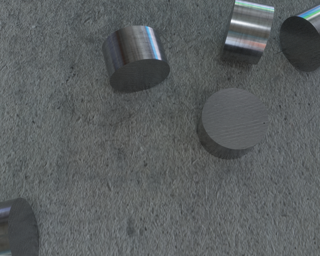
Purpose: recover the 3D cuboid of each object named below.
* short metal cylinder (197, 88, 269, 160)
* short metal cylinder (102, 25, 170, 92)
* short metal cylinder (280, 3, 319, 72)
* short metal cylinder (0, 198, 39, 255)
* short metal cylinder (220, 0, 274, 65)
[{"bbox_3d":[0.091,-0.004,0.397,0.081,0.050,0.080,0,70,0],"label":"short metal cylinder"},{"bbox_3d":[-0.032,-0.089,0.411,0.081,0.080,0.050,-14,71,-5],"label":"short metal cylinder"},{"bbox_3d":[0.213,-0.124,0.426,0.050,0.080,0.080,-27,73,-9],"label":"short metal cylinder"},{"bbox_3d":[-0.171,0.121,0.334,0.050,0.080,0.080,-12,71,-4],"label":"short metal cylinder"},{"bbox_3d":[0.118,-0.132,0.428,0.050,0.080,0.080,13,71,5],"label":"short metal cylinder"}]
